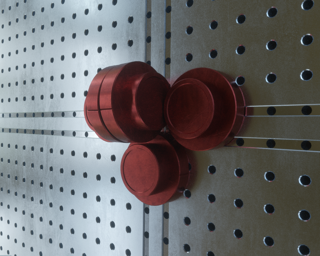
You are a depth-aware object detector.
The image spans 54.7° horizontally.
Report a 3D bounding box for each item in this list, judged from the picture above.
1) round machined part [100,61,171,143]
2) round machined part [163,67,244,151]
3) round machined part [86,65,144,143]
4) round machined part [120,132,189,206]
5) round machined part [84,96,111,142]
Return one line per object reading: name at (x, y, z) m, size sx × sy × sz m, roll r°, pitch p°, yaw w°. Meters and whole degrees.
round machined part at (-0.020, -0.031, 0.369) m, size 0.042 × 0.099 × 0.097 m, roll -1°, pitch 90°, yaw 40°
round machined part at (0.043, -0.022, 0.360) m, size 0.098 × 0.042 × 0.097 m, roll 0°, pitch 90°, yaw 39°
round machined part at (-0.054, -0.030, 0.396) m, size 0.042 × 0.099 × 0.097 m, roll 2°, pitch 91°, yaw 40°
round machined part at (-0.014, 0.054, 0.407) m, size 0.098 × 0.042 × 0.097 m, roll 0°, pitch 90°, yaw 39°
round machined part at (-0.075, -0.027, 0.457) m, size 0.098 × 0.042 × 0.097 m, roll 0°, pitch 90°, yaw 39°
